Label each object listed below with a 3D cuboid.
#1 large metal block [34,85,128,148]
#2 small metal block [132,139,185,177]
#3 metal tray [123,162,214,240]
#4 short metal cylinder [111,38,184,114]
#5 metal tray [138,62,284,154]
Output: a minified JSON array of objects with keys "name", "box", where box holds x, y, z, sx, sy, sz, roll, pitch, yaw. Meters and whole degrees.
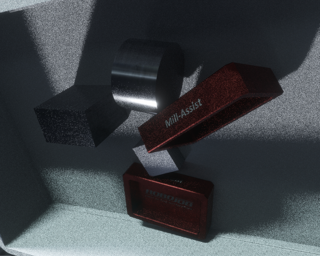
[{"name":"large metal block","box":[-0.102,-0.019,0.413,0.080,0.080,0.050,4,120,26]},{"name":"small metal block","box":[-0.001,0.036,0.431,0.050,0.025,0.050,-20,108,35]},{"name":"metal tray","box":[0.011,0.109,0.465,0.130,0.030,0.089,11,123,21]},{"name":"short metal cylinder","box":[-0.011,-0.056,0.343,0.050,0.080,0.079,12,124,21]},{"name":"metal tray","box":[0.051,-0.017,0.325,0.130,0.091,0.030,-34,73,38]}]
